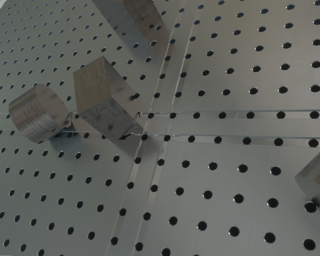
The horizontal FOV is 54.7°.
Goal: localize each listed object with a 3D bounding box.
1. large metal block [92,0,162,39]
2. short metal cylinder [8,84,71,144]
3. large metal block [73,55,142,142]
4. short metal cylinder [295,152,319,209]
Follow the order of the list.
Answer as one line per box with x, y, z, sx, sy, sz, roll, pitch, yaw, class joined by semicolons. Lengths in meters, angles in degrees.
-0.057;-0.205;0.529;0.080;0.080;0.050;24;75;36;large metal block
-0.185;-0.022;0.484;0.050;0.080;0.080;-32;52;8;short metal cylinder
-0.073;-0.039;0.436;0.050;0.080;0.080;-26;53;12;large metal block
0.163;0.051;0.256;0.050;0.080;0.080;-44;51;-2;short metal cylinder
